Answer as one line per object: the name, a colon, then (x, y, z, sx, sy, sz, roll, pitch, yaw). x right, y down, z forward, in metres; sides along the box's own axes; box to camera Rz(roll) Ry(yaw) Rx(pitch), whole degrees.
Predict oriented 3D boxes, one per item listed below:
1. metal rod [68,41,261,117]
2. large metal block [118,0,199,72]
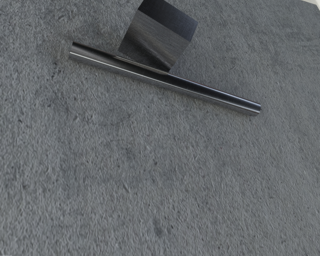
metal rod: (0.020, -0.066, 0.456, 0.302, 0.025, 0.025, 15, 56, -20)
large metal block: (-0.004, -0.133, 0.449, 0.080, 0.080, 0.050, 29, 52, -10)
